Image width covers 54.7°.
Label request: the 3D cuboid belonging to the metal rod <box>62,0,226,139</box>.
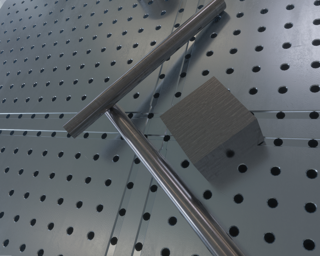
[{"bbox_3d":[-0.016,-0.094,0.453,0.301,0.025,0.025,-42,51,-10],"label":"metal rod"}]

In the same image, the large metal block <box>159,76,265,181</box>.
[{"bbox_3d":[0.059,0.000,0.361,0.080,0.050,0.080,-37,51,3],"label":"large metal block"}]

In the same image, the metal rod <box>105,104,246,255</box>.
[{"bbox_3d":[-0.003,0.047,0.380,0.025,0.025,0.300,-42,51,-1],"label":"metal rod"}]

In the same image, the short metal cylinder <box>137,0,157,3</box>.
[{"bbox_3d":[-0.022,-0.281,0.576,0.080,0.050,0.080,-13,56,21],"label":"short metal cylinder"}]
